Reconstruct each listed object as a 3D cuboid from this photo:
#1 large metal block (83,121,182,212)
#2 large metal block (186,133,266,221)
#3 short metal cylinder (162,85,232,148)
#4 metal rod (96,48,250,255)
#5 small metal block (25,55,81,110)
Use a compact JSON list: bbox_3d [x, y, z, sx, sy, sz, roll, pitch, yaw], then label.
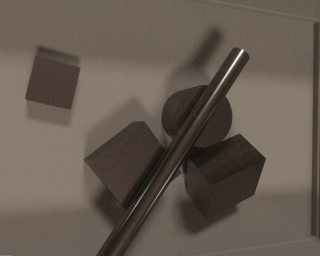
[{"bbox_3d":[-0.035,0.047,0.385,0.080,0.050,0.080,-39,103,-16],"label":"large metal block"},{"bbox_3d":[0.084,0.064,0.409,0.081,0.050,0.080,-22,138,-19],"label":"large metal block"},{"bbox_3d":[0.049,-0.015,0.417,0.081,0.050,0.079,0,90,-21],"label":"short metal cylinder"},{"bbox_3d":[0.021,0.027,0.366,0.025,0.025,0.300,38,78,-17],"label":"metal rod"},{"bbox_3d":[-0.126,-0.052,0.364,0.050,0.025,0.050,13,86,-20],"label":"small metal block"}]
